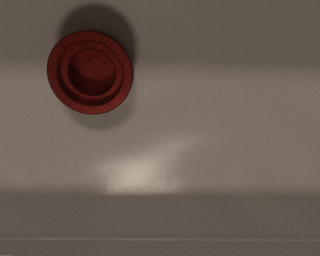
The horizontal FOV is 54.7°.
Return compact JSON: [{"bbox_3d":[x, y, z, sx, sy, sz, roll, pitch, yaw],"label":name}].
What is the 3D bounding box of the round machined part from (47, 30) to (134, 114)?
[{"bbox_3d":[-0.081,-0.069,0.376,0.099,0.042,0.097,0,110,-1],"label":"round machined part"}]
